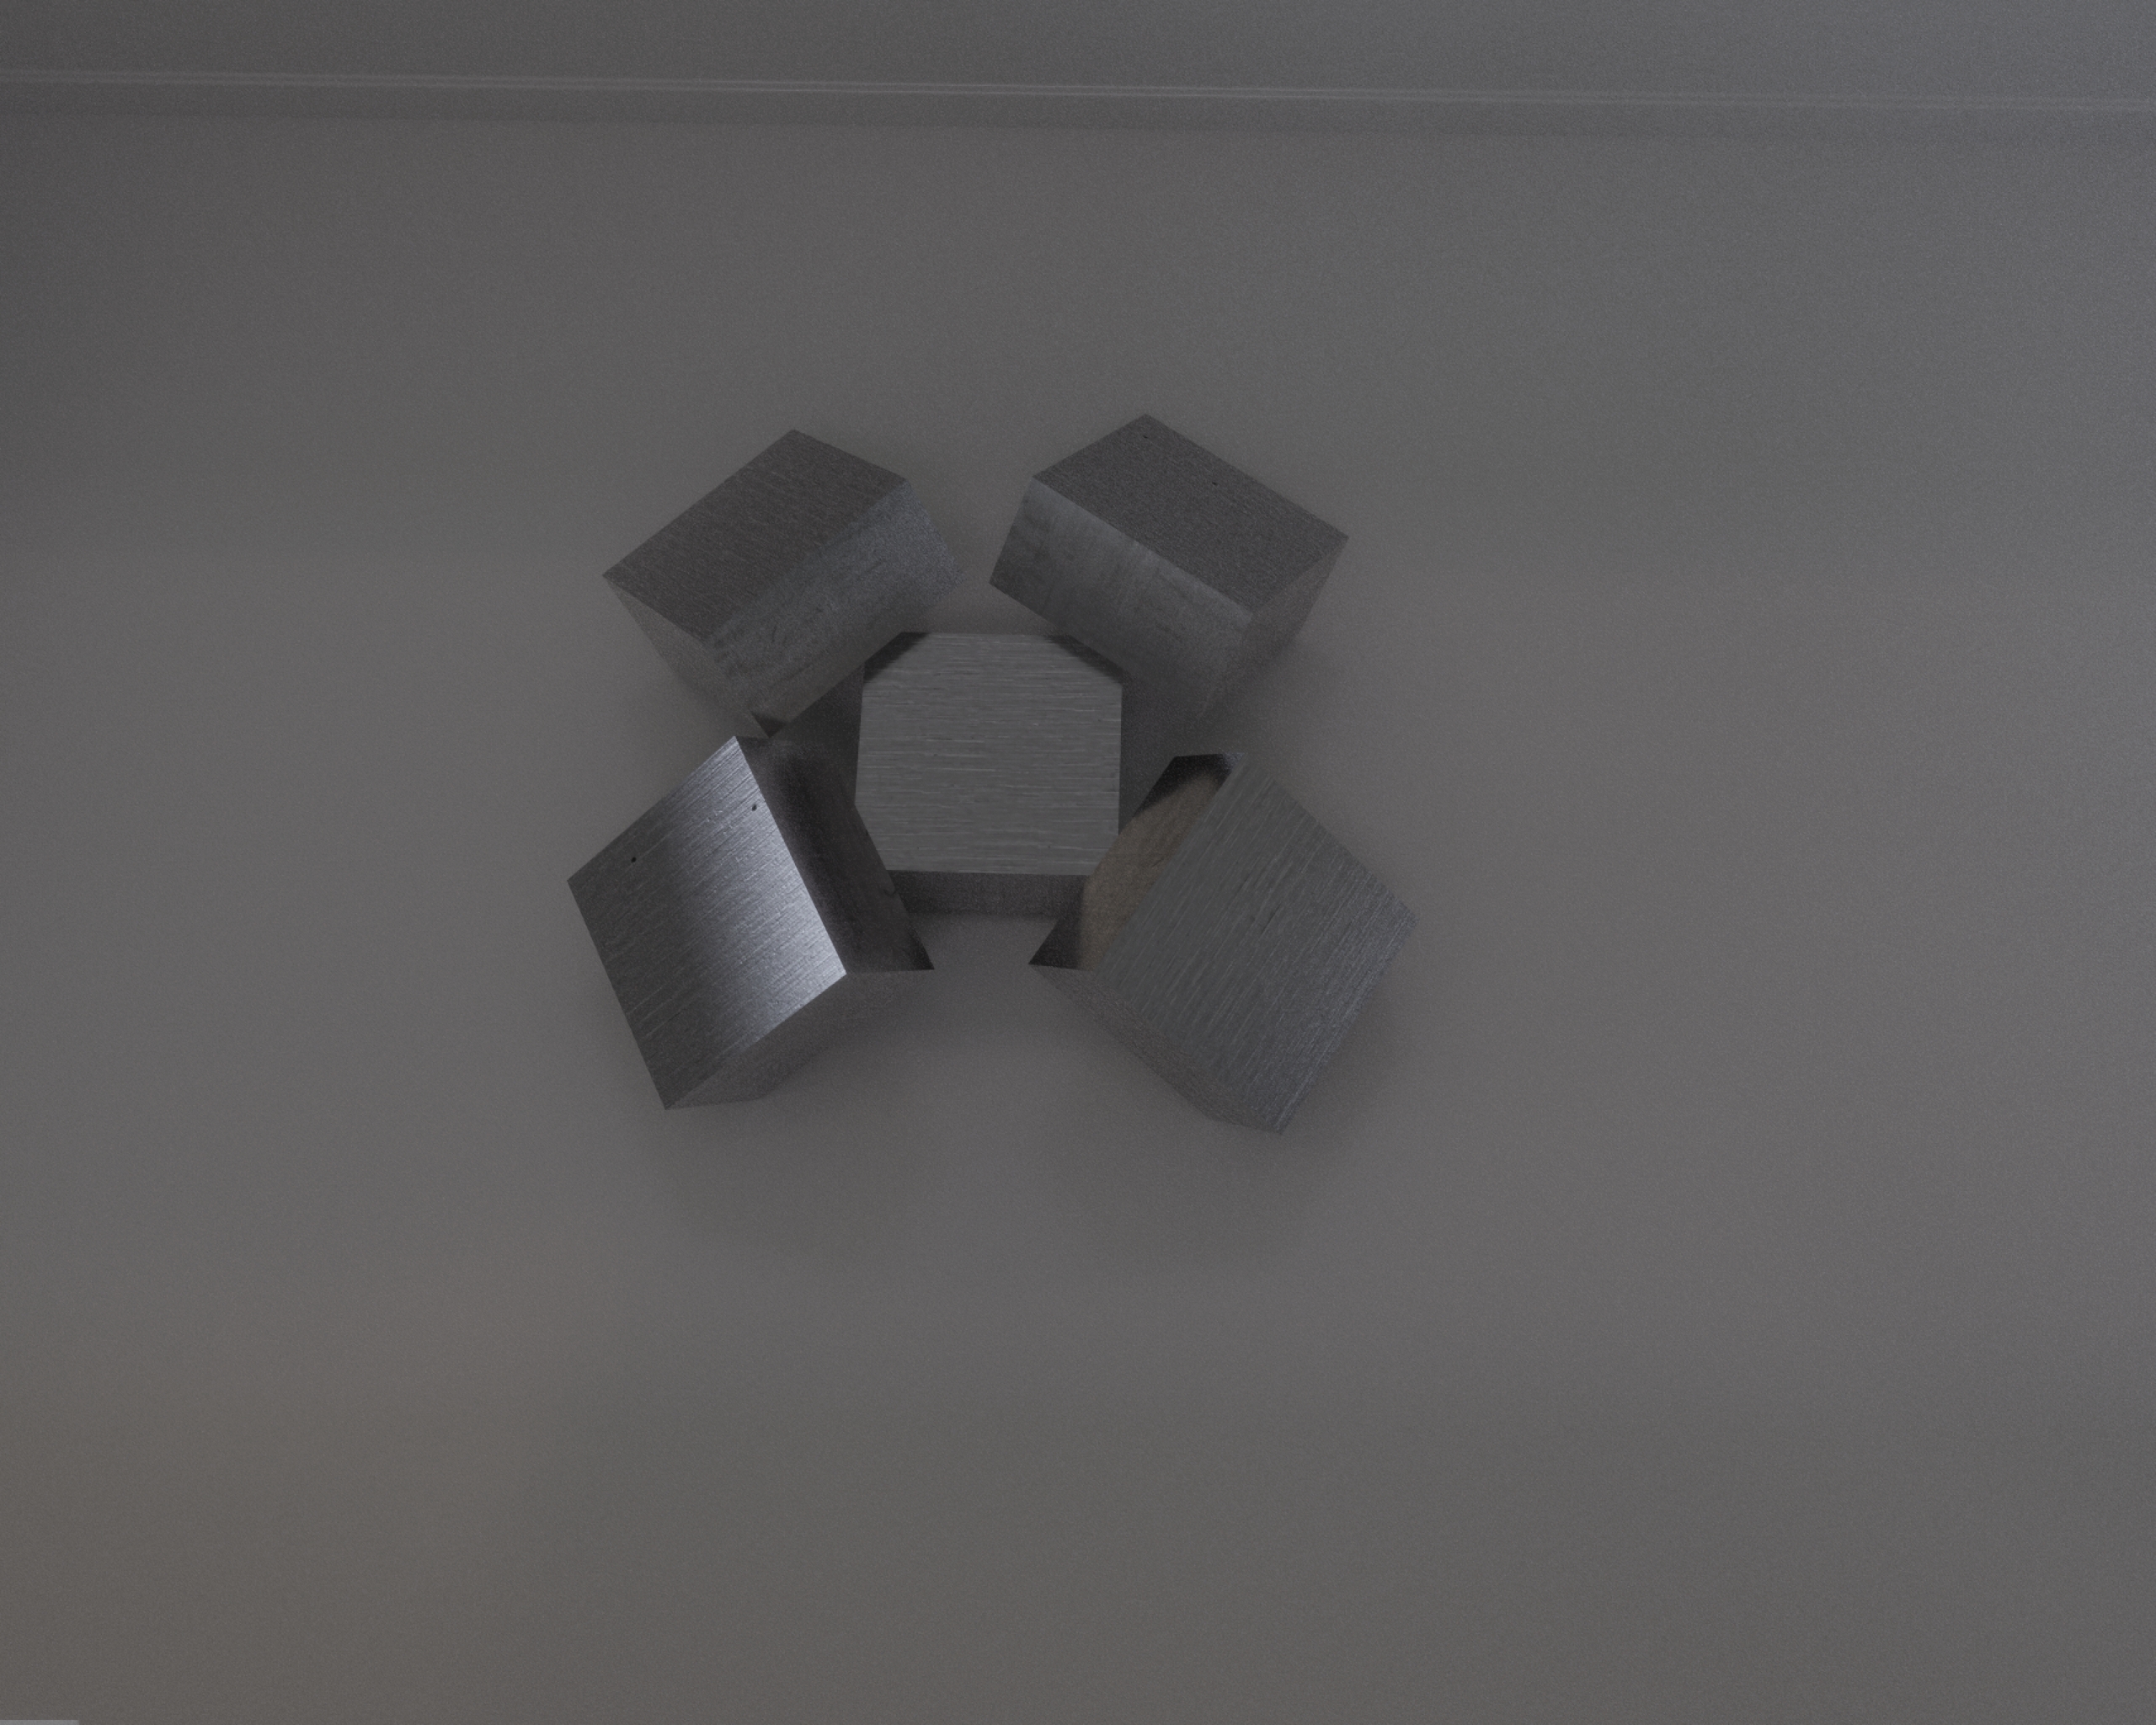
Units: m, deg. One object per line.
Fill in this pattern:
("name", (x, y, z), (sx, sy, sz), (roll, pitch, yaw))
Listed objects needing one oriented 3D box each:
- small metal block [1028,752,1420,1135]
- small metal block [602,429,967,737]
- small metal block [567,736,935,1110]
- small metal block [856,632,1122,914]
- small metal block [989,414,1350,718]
("small metal block", (0.028, 0.015, 0.390), (0.050, 0.025, 0.050), (42, 72, -22))
("small metal block", (-0.059, -0.057, 0.414), (0.050, 0.025, 0.050), (-41, 38, -13))
("small metal block", (-0.062, 0.012, 0.390), (0.050, 0.025, 0.050), (-37, 70, 27))
("small metal block", (-0.017, -0.017, 0.413), (0.050, 0.025, 0.050), (2, 70, 0))
("small metal block", (0.019, -0.061, 0.417), (0.050, 0.025, 0.050), (33, 36, 11))
